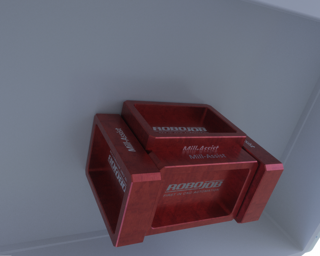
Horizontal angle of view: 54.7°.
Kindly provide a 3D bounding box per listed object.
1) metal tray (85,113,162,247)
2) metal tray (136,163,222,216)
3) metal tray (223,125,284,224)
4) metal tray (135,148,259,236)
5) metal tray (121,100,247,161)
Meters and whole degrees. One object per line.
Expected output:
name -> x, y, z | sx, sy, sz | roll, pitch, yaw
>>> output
metal tray -> -0.048, 0.051, 0.344 | 0.030, 0.130, 0.089 | 0, 119, -29
metal tray -> 0.006, 0.079, 0.415 | 0.131, 0.090, 0.030 | 0, 118, -29
metal tray -> 0.096, 0.052, 0.422 | 0.030, 0.130, 0.089 | 1, 119, -29
metal tray -> 0.041, 0.070, 0.352 | 0.131, 0.030, 0.089 | 1, 118, -29
metal tray -> 0.027, 0.001, 0.378 | 0.131, 0.090, 0.030 | 0, 119, -28
